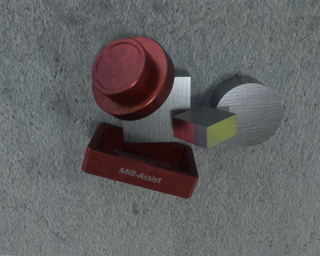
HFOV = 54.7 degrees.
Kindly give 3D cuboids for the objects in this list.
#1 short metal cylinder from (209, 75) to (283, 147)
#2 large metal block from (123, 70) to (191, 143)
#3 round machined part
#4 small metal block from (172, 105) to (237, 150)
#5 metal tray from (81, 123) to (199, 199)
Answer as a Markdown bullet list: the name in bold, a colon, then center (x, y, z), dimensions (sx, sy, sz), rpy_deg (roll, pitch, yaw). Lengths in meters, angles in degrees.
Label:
- **short metal cylinder**: center (0.105, -0.023, 0.391), dimensions (0.081, 0.050, 0.079), rpy_deg (0, 110, 0)
- **large metal block**: center (-0.005, -0.029, 0.388), dimensions (0.080, 0.050, 0.079), rpy_deg (-1, 110, 0)
- **round machined part**: center (-0.037, -0.061, 0.349), dimensions (0.098, 0.098, 0.042), rpy_deg (-35, 151, 11)
- **small metal block**: center (0.050, -0.003, 0.348), dimensions (0.050, 0.050, 0.025), rpy_deg (-22, 118, -37)
- **metal tray**: center (-0.022, 0.037, 0.389), dimensions (0.131, 0.090, 0.030), rpy_deg (16, 110, -6)
